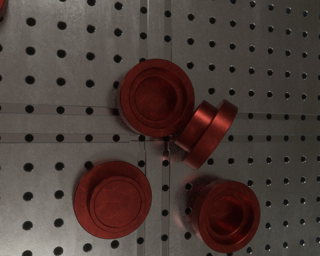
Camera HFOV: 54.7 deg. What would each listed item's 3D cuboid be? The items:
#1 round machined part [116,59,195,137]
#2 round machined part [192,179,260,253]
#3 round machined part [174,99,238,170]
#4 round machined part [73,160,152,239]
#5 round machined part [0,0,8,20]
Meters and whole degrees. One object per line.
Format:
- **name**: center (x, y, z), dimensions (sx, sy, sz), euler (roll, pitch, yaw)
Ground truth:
- **round machined part**: center (-0.008, -0.037, 0.401), dimensions (0.099, 0.042, 0.097), euler (0, 90, -20)
- **round machined part**: center (0.089, 0.121, 0.438), dimensions (0.099, 0.042, 0.097), euler (0, 90, -21)
- **round machined part**: center (0.054, 0.003, 0.399), dimensions (0.042, 0.098, 0.098), euler (34, 78, 3)
- **round machined part**: center (-0.056, 0.089, 0.384), dimensions (0.099, 0.042, 0.097), euler (0, 90, -21)
- **round machined part**: center (-0.216, -0.151, 0.324), dimensions (0.099, 0.042, 0.097), euler (0, 90, -21)
